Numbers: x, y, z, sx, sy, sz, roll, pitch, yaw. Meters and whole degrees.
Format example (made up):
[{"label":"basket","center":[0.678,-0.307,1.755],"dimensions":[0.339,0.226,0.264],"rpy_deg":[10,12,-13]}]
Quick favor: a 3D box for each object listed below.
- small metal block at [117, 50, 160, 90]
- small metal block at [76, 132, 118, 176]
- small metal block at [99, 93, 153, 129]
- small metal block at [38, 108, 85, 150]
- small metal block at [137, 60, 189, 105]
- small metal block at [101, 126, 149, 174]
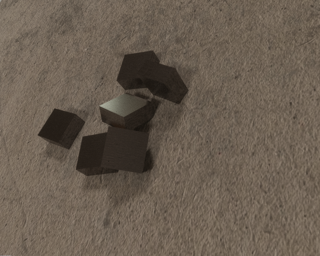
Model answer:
[{"label":"small metal block","center":[-0.033,-0.088,0.473],"dimensions":[0.050,0.025,0.050],"rpy_deg":[-2,61,27]},{"label":"small metal block","center":[-0.082,0.036,0.424],"dimensions":[0.050,0.025,0.050],"rpy_deg":[-10,58,22]},{"label":"small metal block","center":[-0.046,-0.022,0.425],"dimensions":[0.050,0.025,0.050],"rpy_deg":[24,42,36]},{"label":"small metal block","center":[-0.153,0.001,0.481],"dimensions":[0.050,0.025,0.050],"rpy_deg":[14,69,33]},{"label":"small metal block","center":[0.004,-0.062,0.423],"dimensions":[0.050,0.050,0.025],"rpy_deg":[25,75,36]},{"label":"small metal block","center":[-0.043,0.028,0.385],"dimensions":[0.050,0.025,0.050],"rpy_deg":[10,81,-6]}]
